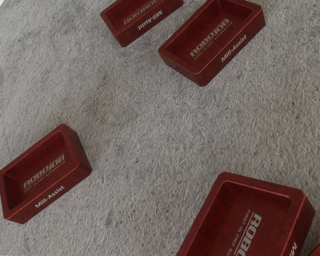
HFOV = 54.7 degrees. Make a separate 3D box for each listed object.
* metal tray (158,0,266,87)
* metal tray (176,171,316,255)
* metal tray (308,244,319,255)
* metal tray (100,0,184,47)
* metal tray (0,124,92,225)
[{"bbox_3d":[0.072,-0.129,0.442,0.130,0.030,0.090,-46,51,-4],"label":"metal tray"},{"bbox_3d":[0.068,0.108,0.274,0.090,0.030,0.130,8,58,49],"label":"metal tray"},{"bbox_3d":[0.149,0.139,0.237,0.130,0.030,0.090,-44,51,-2],"label":"metal tray"},{"bbox_3d":[-0.035,-0.211,0.548,0.130,0.030,0.090,-35,51,4],"label":"metal tray"},{"bbox_3d":[-0.170,0.065,0.450,0.130,0.030,0.090,-37,51,3],"label":"metal tray"}]
